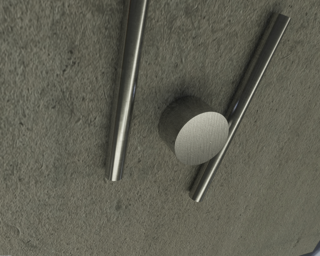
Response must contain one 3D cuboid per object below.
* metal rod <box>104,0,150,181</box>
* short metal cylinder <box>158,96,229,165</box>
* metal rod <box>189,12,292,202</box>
[{"bbox_3d":[-0.035,-0.068,0.345,0.025,0.025,0.298,-3,120,-27],"label":"metal rod"},{"bbox_3d":[0.044,0.003,0.417,0.081,0.050,0.079,-14,124,-21],"label":"short metal cylinder"},{"bbox_3d":[0.109,-0.017,0.455,0.025,0.025,0.298,8,115,-32],"label":"metal rod"}]
